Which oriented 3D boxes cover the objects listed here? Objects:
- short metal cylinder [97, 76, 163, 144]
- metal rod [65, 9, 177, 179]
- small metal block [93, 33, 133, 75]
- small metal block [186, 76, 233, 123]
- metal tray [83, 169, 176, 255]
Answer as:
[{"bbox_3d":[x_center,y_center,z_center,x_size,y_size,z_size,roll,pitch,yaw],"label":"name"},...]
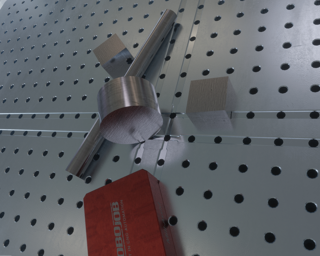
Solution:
[{"bbox_3d":[-0.040,-0.022,0.408,0.080,0.080,0.050,-23,53,14],"label":"short metal cylinder"},{"bbox_3d":[-0.052,-0.062,0.473,0.025,0.025,0.300,17,71,35],"label":"metal rod"},{"bbox_3d":[-0.081,-0.126,0.528,0.050,0.025,0.050,-36,51,4],"label":"small metal block"},{"bbox_3d":[0.064,-0.036,0.397,0.050,0.025,0.050,-3,60,26],"label":"small metal block"},{"bbox_3d":[-0.036,0.122,0.349,0.090,0.030,0.130,-25,53,12],"label":"metal tray"}]
